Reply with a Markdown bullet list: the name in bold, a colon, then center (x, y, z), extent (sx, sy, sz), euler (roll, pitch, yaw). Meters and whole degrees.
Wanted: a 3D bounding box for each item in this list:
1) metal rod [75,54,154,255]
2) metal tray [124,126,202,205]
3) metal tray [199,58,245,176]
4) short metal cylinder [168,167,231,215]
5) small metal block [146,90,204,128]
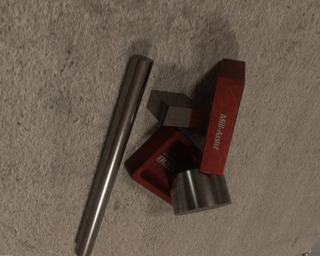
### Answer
- **metal rod**: center (-0.066, 0.051, 0.403), extent (0.025, 0.025, 0.298), euler (6, 116, -32)
- **metal tray**: center (0.023, 0.060, 0.454), extent (0.090, 0.030, 0.130), euler (-45, 130, 3)
- **metal tray**: center (0.081, -0.015, 0.401), extent (0.030, 0.090, 0.129), euler (12, 119, 10)
- **short metal cylinder**: center (0.055, 0.090, 0.436), extent (0.081, 0.050, 0.080), euler (-10, 160, -4)
- **small metal block**: center (0.018, -0.024, 0.387), extent (0.050, 0.050, 0.025), euler (3, 117, -31)
